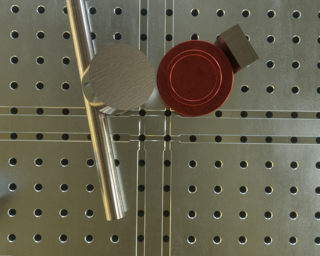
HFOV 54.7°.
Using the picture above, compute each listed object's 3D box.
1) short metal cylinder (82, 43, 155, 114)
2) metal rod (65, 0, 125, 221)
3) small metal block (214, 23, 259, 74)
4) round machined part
[{"bbox_3d":[-0.053,-0.059,0.387,0.081,0.050,0.080,2,86,-23],"label":"short metal cylinder"},{"bbox_3d":[-0.086,-0.028,0.412,0.025,0.025,0.298,-11,90,0],"label":"metal rod"},{"bbox_3d":[0.097,-0.100,0.402,0.025,0.050,0.050,-32,91,-1],"label":"small metal block"},{"bbox_3d":[0.044,-0.063,0.396,0.098,0.042,0.097,1,96,9],"label":"round machined part"}]
